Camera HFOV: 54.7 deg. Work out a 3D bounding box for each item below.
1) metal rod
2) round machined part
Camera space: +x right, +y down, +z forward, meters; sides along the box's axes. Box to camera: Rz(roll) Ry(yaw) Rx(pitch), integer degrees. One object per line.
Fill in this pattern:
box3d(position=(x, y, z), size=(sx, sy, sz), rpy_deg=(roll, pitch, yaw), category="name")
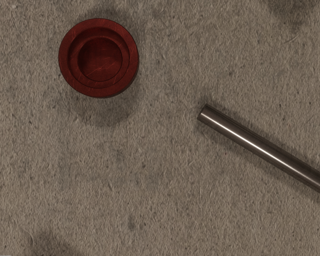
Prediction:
box3d(position=(0.184, 0.055, 0.412), size=(0.301, 0.025, 0.025), rpy_deg=(31, 90, -1), category="metal rod")
box3d(position=(-0.076, -0.087, 0.400), size=(0.099, 0.042, 0.097), rpy_deg=(0, 90, -1), category="round machined part")
